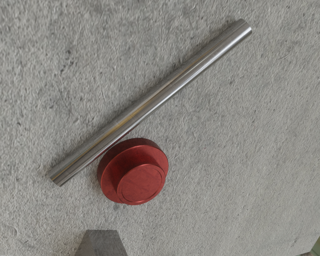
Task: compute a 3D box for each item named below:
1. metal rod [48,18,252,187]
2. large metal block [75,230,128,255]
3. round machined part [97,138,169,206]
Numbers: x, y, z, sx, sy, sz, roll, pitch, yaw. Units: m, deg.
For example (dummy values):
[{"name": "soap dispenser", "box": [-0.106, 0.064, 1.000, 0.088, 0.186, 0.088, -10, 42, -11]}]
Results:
[{"name": "metal rod", "box": [-0.010, -0.032, 0.382, 0.301, 0.025, 0.025, -39, 130, -2]}, {"name": "large metal block", "box": [-0.088, 0.209, 0.453, 0.050, 0.080, 0.080, 15, 111, -35]}, {"name": "round machined part", "box": [-0.032, 0.066, 0.421, 0.099, 0.042, 0.097, -14, 125, -21]}]
